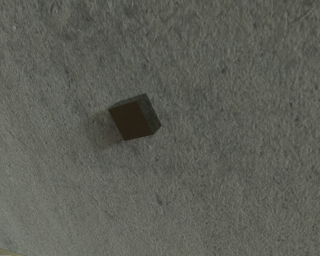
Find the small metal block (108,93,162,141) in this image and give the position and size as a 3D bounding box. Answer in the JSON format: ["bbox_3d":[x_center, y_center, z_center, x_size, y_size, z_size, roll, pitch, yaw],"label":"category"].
[{"bbox_3d":[-0.034,-0.014,0.417,0.050,0.025,0.050,-13,112,33],"label":"small metal block"}]
